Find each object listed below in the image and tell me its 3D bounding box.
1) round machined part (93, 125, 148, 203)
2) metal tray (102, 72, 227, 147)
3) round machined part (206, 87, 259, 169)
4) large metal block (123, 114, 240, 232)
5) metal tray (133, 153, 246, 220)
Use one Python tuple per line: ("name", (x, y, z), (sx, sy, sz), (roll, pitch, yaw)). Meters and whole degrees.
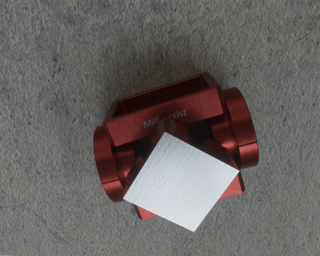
("round machined part", (-0.044, 0.040, 0.386), (0.042, 0.098, 0.097), (-15, 110, 5))
("metal tray", (0.004, -0.026, 0.368), (0.131, 0.090, 0.030), (-17, 109, 6))
("round machined part", (0.082, 0.003, 0.374), (0.042, 0.098, 0.097), (-15, 110, 5))
("large metal block", (0.019, 0.045, 0.316), (0.080, 0.050, 0.080), (28, 107, -10))
("metal tray", (0.033, 0.064, 0.399), (0.131, 0.090, 0.030), (-16, 110, 5))
